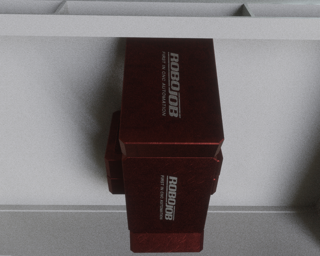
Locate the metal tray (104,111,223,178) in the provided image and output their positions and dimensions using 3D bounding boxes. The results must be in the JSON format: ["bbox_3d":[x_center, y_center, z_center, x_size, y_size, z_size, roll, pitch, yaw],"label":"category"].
[{"bbox_3d":[0.004,0.018,0.380,0.131,0.090,0.030,1,130,-1],"label":"metal tray"}]

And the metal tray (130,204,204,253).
[{"bbox_3d":[0.008,0.119,0.438,0.091,0.130,0.030,0,109,-1],"label":"metal tray"}]

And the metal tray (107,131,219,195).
[{"bbox_3d":[0.003,0.041,0.400,0.131,0.090,0.030,1,130,-1],"label":"metal tray"}]

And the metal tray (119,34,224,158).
[{"bbox_3d":[0.010,-0.036,0.307,0.091,0.130,0.030,1,150,-1],"label":"metal tray"}]

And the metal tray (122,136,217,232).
[{"bbox_3d":[0.008,0.067,0.342,0.091,0.030,0.129,0,130,-1],"label":"metal tray"}]
